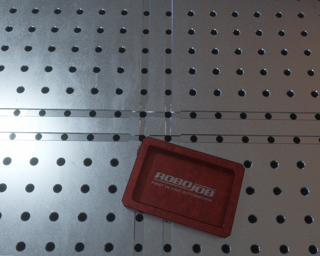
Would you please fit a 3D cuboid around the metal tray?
[{"bbox_3d":[0.029,0.072,0.382,0.131,0.030,0.090,16,71,5],"label":"metal tray"}]
